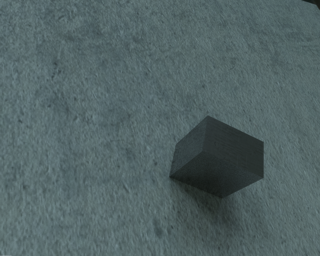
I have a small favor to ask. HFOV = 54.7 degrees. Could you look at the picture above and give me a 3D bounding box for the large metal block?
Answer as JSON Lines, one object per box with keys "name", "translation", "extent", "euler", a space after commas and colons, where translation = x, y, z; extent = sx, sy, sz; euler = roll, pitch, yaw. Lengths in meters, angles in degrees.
{"name": "large metal block", "translation": [0.069, 0.039, 0.384], "extent": [0.080, 0.080, 0.050], "euler": [24, 53, -14]}
